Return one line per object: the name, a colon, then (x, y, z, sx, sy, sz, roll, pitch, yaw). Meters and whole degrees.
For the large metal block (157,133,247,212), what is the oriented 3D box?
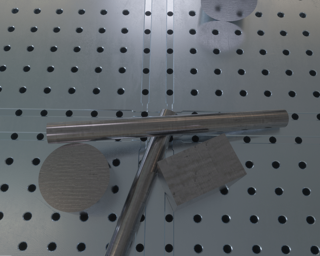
large metal block: (0.044, 0.055, 0.363, 0.080, 0.080, 0.050, -23, 72, -8)

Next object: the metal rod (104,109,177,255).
metal rod: (-0.038, 0.113, 0.370, 0.025, 0.025, 0.300, 19, 71, 6)

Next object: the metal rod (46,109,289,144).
metal rod: (0.019, -0.003, 0.387, 0.302, 0.025, 0.025, -4, 70, -12)

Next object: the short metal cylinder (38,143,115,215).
short metal cylinder: (-0.097, 0.063, 0.375, 0.081, 0.050, 0.080, 0, 70, 0)

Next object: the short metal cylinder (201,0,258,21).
short metal cylinder: (0.103, -0.205, 0.458, 0.080, 0.080, 0.050, 8, 70, 3)
